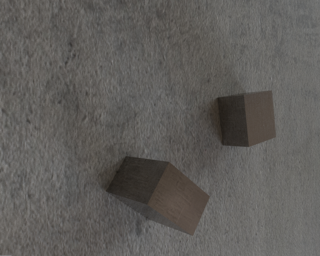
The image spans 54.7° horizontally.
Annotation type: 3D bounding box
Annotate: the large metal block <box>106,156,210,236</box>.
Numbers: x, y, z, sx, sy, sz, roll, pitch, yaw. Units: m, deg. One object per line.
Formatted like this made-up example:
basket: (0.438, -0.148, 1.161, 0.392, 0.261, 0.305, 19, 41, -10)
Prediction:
large metal block: (-0.002, 0.079, 0.369, 0.080, 0.080, 0.050, 43, 64, -32)

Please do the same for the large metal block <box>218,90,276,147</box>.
large metal block: (0.145, -0.017, 0.513, 0.081, 0.050, 0.079, -13, 98, -40)
